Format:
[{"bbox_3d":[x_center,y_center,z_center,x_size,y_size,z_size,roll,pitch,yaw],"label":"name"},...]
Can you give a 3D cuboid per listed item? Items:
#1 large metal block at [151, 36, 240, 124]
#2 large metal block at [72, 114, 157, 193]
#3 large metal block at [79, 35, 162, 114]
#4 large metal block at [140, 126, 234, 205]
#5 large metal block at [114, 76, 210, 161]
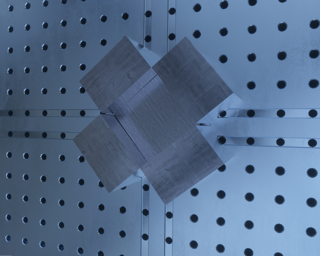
[{"bbox_3d":[0.046,-0.052,0.368,0.050,0.080,0.080,-40,78,15],"label":"large metal block"},{"bbox_3d":[-0.051,0.029,0.402,0.050,0.080,0.080,-40,78,16],"label":"large metal block"},{"bbox_3d":[-0.040,-0.062,0.398,0.080,0.080,0.050,-40,77,16],"label":"large metal block"},{"bbox_3d":[0.036,0.041,0.372,0.080,0.080,0.050,-39,78,16],"label":"large metal block"},{"bbox_3d":[0.003,-0.011,0.397,0.080,0.050,0.080,-40,76,17],"label":"large metal block"}]
